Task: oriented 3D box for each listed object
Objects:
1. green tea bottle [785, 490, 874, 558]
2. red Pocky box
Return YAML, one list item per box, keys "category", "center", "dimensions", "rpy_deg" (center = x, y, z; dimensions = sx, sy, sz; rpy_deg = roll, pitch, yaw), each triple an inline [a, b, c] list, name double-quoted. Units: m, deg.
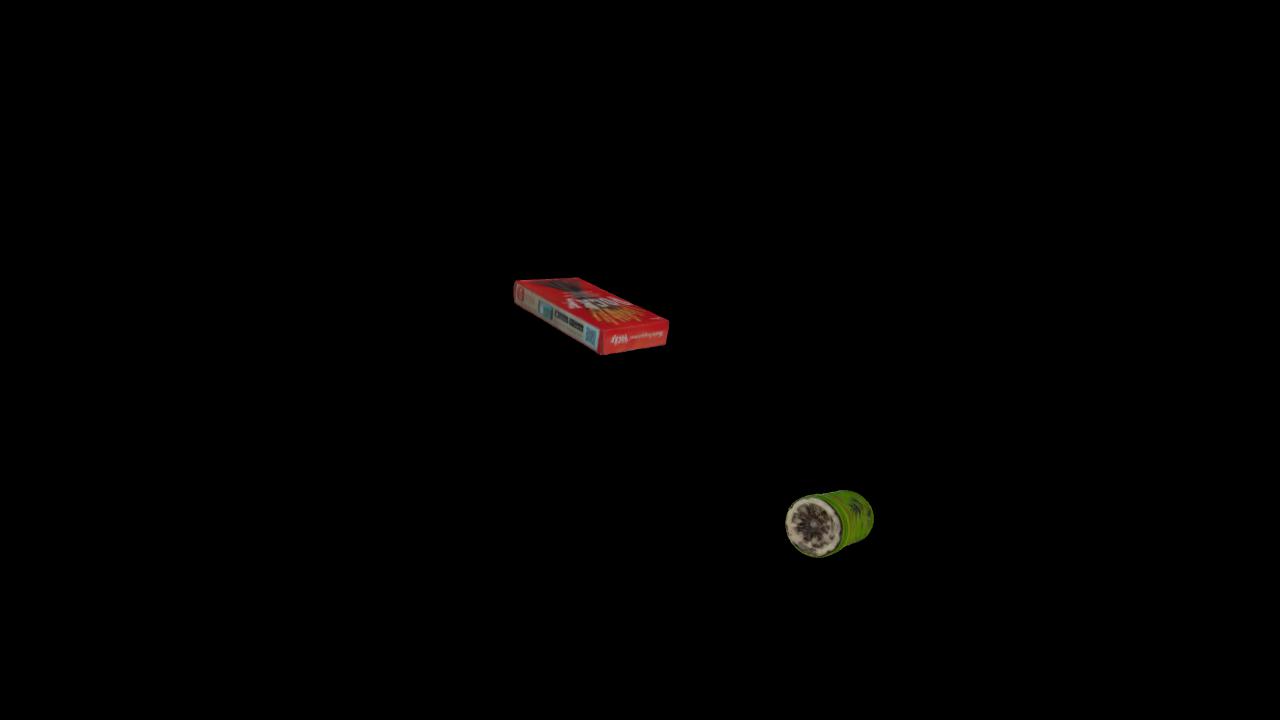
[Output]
- category: "green tea bottle"
  center: [0.250, 0.202, 0.778]
  dimensions: [0.073, 0.073, 0.212]
  rpy_deg: [0, -9, 32]
- category: "red Pocky box"
  center: [-0.051, -0.048, 0.610]
  dimensions: [0.083, 0.028, 0.155]
  rpy_deg: [-9, 28, -41]
